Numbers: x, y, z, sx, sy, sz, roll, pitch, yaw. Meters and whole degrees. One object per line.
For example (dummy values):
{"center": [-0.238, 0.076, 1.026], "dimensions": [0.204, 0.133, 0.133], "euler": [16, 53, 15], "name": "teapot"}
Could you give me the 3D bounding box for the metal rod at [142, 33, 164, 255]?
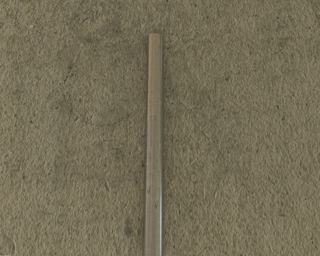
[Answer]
{"center": [-0.007, 0.008, 0.406], "dimensions": [0.025, 0.025, 0.299], "euler": [0, 70, 0], "name": "metal rod"}
